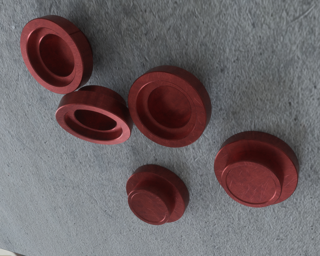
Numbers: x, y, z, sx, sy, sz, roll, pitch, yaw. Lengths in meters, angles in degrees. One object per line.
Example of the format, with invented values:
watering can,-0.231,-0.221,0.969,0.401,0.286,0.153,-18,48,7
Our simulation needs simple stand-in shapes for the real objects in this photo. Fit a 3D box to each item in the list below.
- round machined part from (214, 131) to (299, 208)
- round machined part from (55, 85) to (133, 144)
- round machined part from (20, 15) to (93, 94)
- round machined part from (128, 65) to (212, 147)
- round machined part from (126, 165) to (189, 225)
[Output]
round machined part,0.112,0.056,0.371,0.098,0.042,0.097,13,124,21
round machined part,-0.082,-0.020,0.409,0.099,0.042,0.098,8,149,5
round machined part,-0.128,-0.097,0.403,0.098,0.042,0.097,13,124,21
round machined part,0.014,-0.029,0.371,0.098,0.042,0.097,13,124,21
round machined part,-0.009,0.107,0.467,0.098,0.042,0.097,13,124,21
